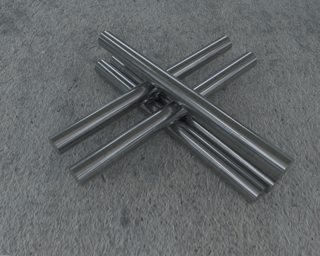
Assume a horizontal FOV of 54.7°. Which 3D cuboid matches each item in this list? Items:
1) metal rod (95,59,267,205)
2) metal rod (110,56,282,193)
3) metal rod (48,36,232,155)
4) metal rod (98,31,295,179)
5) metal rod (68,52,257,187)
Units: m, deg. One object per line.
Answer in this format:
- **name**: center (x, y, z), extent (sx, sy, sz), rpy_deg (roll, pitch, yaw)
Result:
- **metal rod**: center (0.009, -0.010, 0.413), extent (0.025, 0.025, 0.300), rpy_deg (-35, 58, -26)
- **metal rod**: center (0.030, -0.021, 0.423), extent (0.025, 0.025, 0.300), rpy_deg (-35, 58, -26)
- **metal rod**: center (-0.009, -0.056, 0.419), extent (0.302, 0.025, 0.025), rpy_deg (-35, 58, -26)
- **metal rod**: center (0.024, -0.044, 0.376), extent (0.025, 0.025, 0.300), rpy_deg (-35, 59, -26)
- **metal rod**: center (0.022, -0.025, 0.393), extent (0.302, 0.025, 0.025), rpy_deg (-35, 58, -26)
